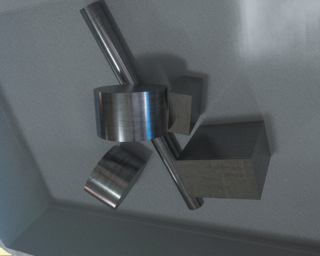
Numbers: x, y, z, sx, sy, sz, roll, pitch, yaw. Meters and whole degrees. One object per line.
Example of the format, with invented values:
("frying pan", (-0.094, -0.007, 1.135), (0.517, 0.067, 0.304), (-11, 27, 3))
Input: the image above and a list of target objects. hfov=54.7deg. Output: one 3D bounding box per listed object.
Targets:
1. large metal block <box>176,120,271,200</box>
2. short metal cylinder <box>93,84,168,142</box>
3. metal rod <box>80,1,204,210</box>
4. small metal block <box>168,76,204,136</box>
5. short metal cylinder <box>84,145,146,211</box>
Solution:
("large metal block", (0.076, 0.035, 0.354), (0.080, 0.080, 0.050), (-5, 116, 30))
("short metal cylinder", (-0.031, -0.020, 0.346), (0.080, 0.080, 0.050), (5, 106, 25))
("metal rod", (-0.015, -0.016, 0.405), (0.025, 0.025, 0.299), (-16, 110, 34))
("small metal block", (0.030, -0.027, 0.358), (0.025, 0.050, 0.050), (12, 123, 17))
("short metal cylinder", (-0.064, 0.072, 0.449), (0.050, 0.080, 0.079), (33, 128, 7))
